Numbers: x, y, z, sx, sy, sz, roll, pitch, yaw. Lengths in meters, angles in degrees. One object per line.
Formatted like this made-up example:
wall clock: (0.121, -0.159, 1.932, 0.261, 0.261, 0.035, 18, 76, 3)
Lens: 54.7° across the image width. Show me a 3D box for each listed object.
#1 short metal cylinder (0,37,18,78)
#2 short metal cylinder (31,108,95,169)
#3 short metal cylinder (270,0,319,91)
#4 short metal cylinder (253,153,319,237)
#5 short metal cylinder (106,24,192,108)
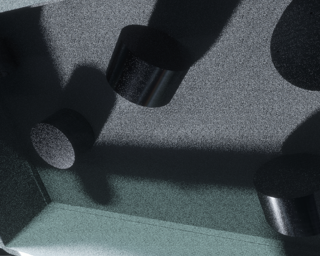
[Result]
short metal cylinder: (-0.258, -0.095, 0.447, 0.080, 0.080, 0.050, -3, 117, 29)
short metal cylinder: (-0.149, 0.016, 0.479, 0.080, 0.050, 0.079, 13, 124, 20)
short metal cylinder: (0.142, -0.079, 0.269, 0.080, 0.050, 0.079, 13, 124, 20)
short metal cylinder: (0.149, 0.071, 0.338, 0.080, 0.080, 0.050, -10, 113, 32)
short metal cylinder: (-0.013, -0.068, 0.337, 0.080, 0.080, 0.050, 34, 129, 5)
